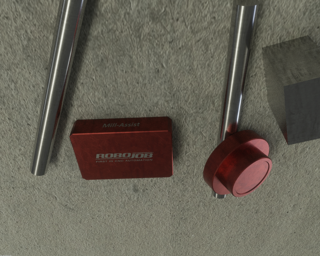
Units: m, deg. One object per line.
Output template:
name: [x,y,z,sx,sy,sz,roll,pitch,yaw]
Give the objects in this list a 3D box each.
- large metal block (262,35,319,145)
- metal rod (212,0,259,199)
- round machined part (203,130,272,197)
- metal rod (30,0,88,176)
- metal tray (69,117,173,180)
large metal block: [0.151,-0.042,0.338,0.050,0.080,0.080,-14,129,11]
metal rod: [0.090,-0.010,0.399,0.025,0.025,0.298,-2,130,1]
round machined part: [0.110,0.054,0.417,0.099,0.042,0.097,-20,133,-23]
metal rod: [-0.124,-0.045,0.366,0.025,0.025,0.298,16,128,-14]
metal tray: [-0.048,0.030,0.429,0.131,0.030,0.089,-2,130,1]
